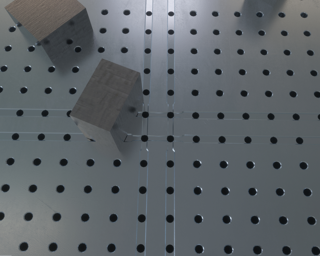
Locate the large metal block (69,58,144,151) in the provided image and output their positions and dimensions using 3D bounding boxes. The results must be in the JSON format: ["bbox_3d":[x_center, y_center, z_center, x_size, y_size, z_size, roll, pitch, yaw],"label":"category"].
[{"bbox_3d":[-0.062,-0.026,0.392,0.050,0.080,0.080,22,72,8],"label":"large metal block"}]

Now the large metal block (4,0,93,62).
[{"bbox_3d":[-0.161,-0.160,0.456,0.080,0.050,0.080,-43,76,-14],"label":"large metal block"}]

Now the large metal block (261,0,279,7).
[{"bbox_3d":[0.188,-0.251,0.475,0.050,0.080,0.080,37,74,12],"label":"large metal block"}]
